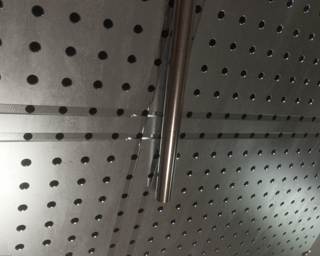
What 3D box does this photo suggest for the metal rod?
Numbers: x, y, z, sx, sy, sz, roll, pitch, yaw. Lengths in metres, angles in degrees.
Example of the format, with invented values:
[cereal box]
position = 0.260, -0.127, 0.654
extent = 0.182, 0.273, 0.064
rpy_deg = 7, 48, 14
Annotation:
[metal rod]
position = 0.017, -0.021, 0.408
extent = 0.025, 0.025, 0.298
rpy_deg = -9, 123, -24
